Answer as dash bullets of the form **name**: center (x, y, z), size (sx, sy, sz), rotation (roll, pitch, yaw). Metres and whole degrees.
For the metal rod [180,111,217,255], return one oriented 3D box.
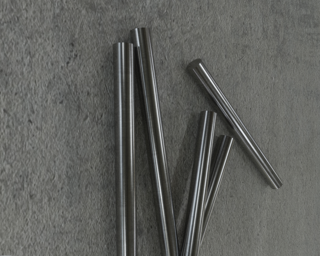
- **metal rod**: center (0.048, 0.120, 0.427), size (0.025, 0.025, 0.299), rotation (22, 71, -38)

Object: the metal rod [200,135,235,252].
- **metal rod**: center (0.054, 0.150, 0.449), size (0.025, 0.025, 0.299), rotation (34, 69, -35)

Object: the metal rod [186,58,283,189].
- **metal rod**: center (0.135, 0.007, 0.517), size (0.300, 0.025, 0.025), rotation (49, 61, -29)

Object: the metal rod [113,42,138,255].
- **metal rod**: center (-0.041, 0.051, 0.370), size (0.025, 0.025, 0.298), rotation (-2, 91, -40)

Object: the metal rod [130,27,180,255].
- **metal rod**: center (-0.005, 0.025, 0.400), size (0.025, 0.025, 0.298), rotation (-13, 98, -39)
